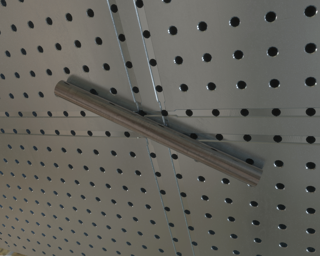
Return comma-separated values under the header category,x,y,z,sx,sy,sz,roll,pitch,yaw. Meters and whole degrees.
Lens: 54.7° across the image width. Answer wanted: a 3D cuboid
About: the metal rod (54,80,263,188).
category,x,y,z,sx,sy,sz,roll,pitch,yaw
metal rod,-0.011,0.002,0.417,0.301,0.025,0.025,24,127,12
